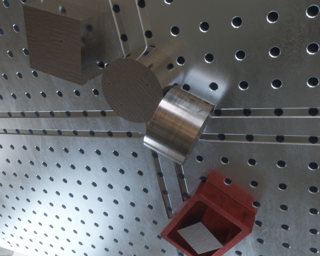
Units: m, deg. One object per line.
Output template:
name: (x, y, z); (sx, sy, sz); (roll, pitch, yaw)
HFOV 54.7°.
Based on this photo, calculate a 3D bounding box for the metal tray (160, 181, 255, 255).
metal tray: (0.067, 0.147, 0.463); (0.090, 0.030, 0.129); (35, 129, 5)

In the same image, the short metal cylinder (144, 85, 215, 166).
short metal cylinder: (0.023, -0.003, 0.362); (0.050, 0.080, 0.079); (28, 128, 10)

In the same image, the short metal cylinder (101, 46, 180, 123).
short metal cylinder: (-0.022, -0.053, 0.374); (0.080, 0.050, 0.079); (13, 124, 21)

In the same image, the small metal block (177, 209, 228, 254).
small metal block: (0.063, 0.154, 0.457); (0.050, 0.025, 0.050); (49, 129, -6)

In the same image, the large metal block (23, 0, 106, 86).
large metal block: (-0.117, -0.109, 0.389); (0.080, 0.050, 0.079); (20, 126, 16)
